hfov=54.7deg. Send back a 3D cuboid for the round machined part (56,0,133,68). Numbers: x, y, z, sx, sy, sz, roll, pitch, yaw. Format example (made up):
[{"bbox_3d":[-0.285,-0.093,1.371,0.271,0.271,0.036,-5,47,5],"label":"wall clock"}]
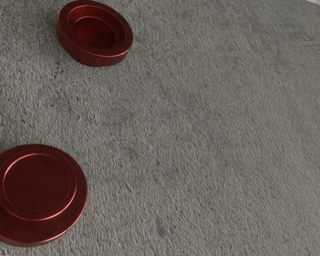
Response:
[{"bbox_3d":[-0.089,-0.121,0.419,0.099,0.042,0.098,14,56,-21],"label":"round machined part"}]

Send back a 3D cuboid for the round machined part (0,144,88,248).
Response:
[{"bbox_3d":[-0.118,0.058,0.294,0.099,0.042,0.098,14,56,-21],"label":"round machined part"}]
